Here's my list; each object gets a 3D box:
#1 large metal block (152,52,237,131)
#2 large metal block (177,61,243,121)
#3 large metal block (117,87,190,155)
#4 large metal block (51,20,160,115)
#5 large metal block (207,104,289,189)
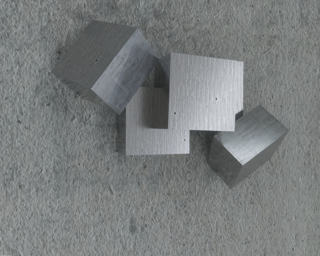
[{"bbox_3d":[0.039,-0.037,0.357,0.081,0.050,0.079,2,89,-20],"label":"large metal block"},{"bbox_3d":[0.065,-0.049,0.423,0.081,0.050,0.079,0,90,-21],"label":"large metal block"},{"bbox_3d":[-0.010,-0.008,0.392,0.081,0.050,0.079,0,90,-21],"label":"large metal block"},{"bbox_3d":[-0.062,-0.071,0.351,0.080,0.080,0.050,-56,140,-12],"label":"large metal block"},{"bbox_3d":[0.115,0.027,0.418,0.080,0.080,0.050,-33,63,-17],"label":"large metal block"}]
